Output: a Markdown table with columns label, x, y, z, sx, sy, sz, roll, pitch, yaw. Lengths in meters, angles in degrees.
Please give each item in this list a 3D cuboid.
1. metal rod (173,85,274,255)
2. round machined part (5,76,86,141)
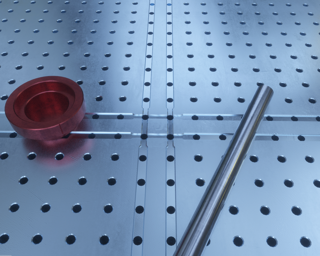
| label | x | y | z | sx | sy | sz | roll | pitch | yaw |
| --- | --- | --- | --- | --- | --- | --- | --- | --- | --- |
| metal rod | 0.081 | 0.048 | 0.367 | 0.025 | 0.025 | 0.301 | 23 | 53 | 18 |
| round machined part | -0.148 | -0.022 | 0.414 | 0.099 | 0.042 | 0.098 | 0 | 50 | 0 |
